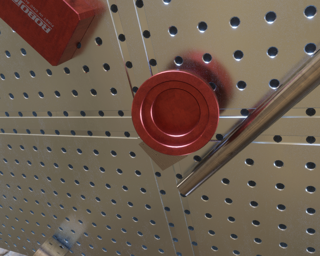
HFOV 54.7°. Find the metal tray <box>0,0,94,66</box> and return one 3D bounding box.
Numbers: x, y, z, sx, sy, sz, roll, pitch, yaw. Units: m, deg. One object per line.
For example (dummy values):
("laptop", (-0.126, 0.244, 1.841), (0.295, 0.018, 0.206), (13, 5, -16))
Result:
("metal tray", (-0.156, -0.155, 0.393), (0.130, 0.030, 0.090), (43, 129, -2))

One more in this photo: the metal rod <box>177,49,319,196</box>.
("metal rod", (0.108, -0.004, 0.350), (0.025, 0.025, 0.298), (40, 129, 1))

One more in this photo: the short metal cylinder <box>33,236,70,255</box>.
("short metal cylinder", (-0.246, 0.286, 0.679), (0.050, 0.080, 0.080), (37, 129, 3))

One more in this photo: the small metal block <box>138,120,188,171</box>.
("small metal block", (0.008, 0.023, 0.420), (0.050, 0.025, 0.050), (48, 129, -7))

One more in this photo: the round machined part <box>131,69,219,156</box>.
("round machined part", (0.019, -0.020, 0.363), (0.098, 0.042, 0.097), (3, 106, 10))
